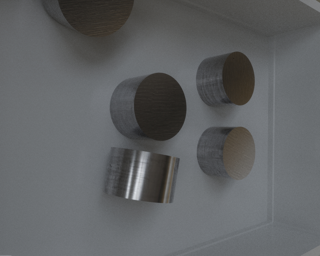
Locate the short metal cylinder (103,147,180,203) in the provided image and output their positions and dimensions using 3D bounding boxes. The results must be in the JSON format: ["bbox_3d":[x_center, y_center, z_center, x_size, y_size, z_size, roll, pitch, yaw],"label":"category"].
[{"bbox_3d":[-0.021,0.053,0.355,0.081,0.080,0.050,15,80,-39],"label":"short metal cylinder"}]

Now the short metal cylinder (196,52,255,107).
[{"bbox_3d":[0.102,-0.073,0.478,0.081,0.050,0.079,0,90,-40],"label":"short metal cylinder"}]

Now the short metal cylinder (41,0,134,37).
[{"bbox_3d":[-0.073,-0.137,0.312,0.081,0.050,0.079,-21,126,-31],"label":"short metal cylinder"}]

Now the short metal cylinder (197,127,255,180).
[{"bbox_3d":[0.103,0.038,0.480,0.081,0.050,0.079,0,90,-40],"label":"short metal cylinder"}]

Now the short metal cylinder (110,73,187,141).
[{"bbox_3d":[-0.014,-0.025,0.381,0.081,0.050,0.079,0,90,-40],"label":"short metal cylinder"}]
